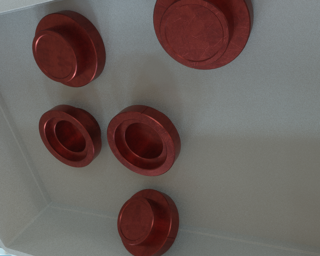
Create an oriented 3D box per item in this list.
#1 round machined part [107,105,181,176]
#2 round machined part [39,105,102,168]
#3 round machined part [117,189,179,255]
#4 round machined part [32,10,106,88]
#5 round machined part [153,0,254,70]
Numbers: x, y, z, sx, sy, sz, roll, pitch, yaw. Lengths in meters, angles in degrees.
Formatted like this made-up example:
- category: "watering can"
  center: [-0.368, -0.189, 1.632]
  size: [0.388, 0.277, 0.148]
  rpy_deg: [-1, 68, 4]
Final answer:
- category: "round machined part"
  center: [-0.018, 0.013, 0.413]
  size: [0.098, 0.042, 0.097]
  rpy_deg: [13, 124, 20]
- category: "round machined part"
  center: [-0.130, 0.008, 0.469]
  size: [0.098, 0.042, 0.097]
  rpy_deg: [13, 124, 20]
- category: "round machined part"
  center: [-0.024, 0.138, 0.456]
  size: [0.098, 0.098, 0.042]
  rpy_deg: [-15, 150, 33]
- category: "round machined part"
  center: [-0.124, -0.097, 0.401]
  size: [0.098, 0.042, 0.097]
  rpy_deg: [13, 124, 20]
- category: "round machined part"
  center: [0.039, -0.100, 0.305]
  size: [0.098, 0.042, 0.097]
  rpy_deg: [14, 133, 15]
